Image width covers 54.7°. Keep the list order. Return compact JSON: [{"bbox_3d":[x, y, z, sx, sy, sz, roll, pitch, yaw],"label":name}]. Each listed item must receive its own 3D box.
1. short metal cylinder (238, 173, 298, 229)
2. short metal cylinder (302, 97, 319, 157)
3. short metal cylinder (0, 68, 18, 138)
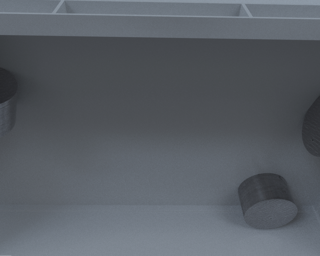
[{"bbox_3d":[0.170,0.118,0.496,0.081,0.050,0.079,0,130,0],"label":"short metal cylinder"},{"bbox_3d":[0.222,0.001,0.377,0.050,0.080,0.079,13,129,-11],"label":"short metal cylinder"},{"bbox_3d":[-0.204,-0.030,0.345,0.081,0.080,0.050,14,129,-12],"label":"short metal cylinder"}]
